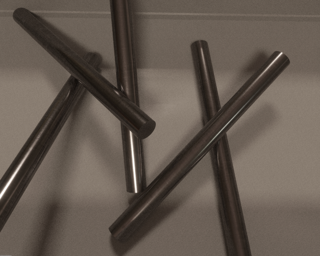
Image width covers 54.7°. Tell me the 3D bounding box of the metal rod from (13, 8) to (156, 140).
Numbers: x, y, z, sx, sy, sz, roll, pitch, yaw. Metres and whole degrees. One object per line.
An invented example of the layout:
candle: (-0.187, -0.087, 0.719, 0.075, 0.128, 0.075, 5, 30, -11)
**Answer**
metal rod: (-0.112, -0.084, 0.398, 0.025, 0.025, 0.300, -41, 60, -14)

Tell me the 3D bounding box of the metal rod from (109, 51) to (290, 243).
metal rod: (0.052, 0.018, 0.380, 0.025, 0.025, 0.300, 42, 84, 13)

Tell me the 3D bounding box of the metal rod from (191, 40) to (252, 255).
metal rod: (0.076, 0.018, 0.403, 0.025, 0.025, 0.299, -6, 70, -3)

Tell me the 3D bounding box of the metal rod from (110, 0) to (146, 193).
metal rod: (-0.041, -0.071, 0.372, 0.025, 0.025, 0.298, -5, 94, -2)

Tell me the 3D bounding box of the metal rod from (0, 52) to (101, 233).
metal rod: (-0.130, 0.009, 0.347, 0.025, 0.025, 0.300, 13, 48, 4)
